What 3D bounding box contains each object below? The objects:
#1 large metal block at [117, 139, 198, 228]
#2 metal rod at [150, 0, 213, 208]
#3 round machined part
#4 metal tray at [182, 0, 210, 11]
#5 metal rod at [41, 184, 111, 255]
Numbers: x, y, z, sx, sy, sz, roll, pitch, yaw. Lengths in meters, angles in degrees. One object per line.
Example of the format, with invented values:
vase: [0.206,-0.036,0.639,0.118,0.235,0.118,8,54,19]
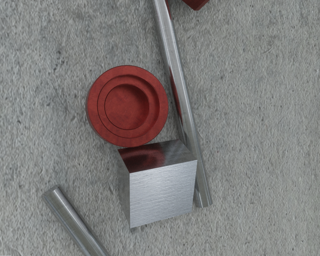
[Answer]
large metal block: [-0.005,0.066,0.379,0.081,0.050,0.079,-9,120,-20]
metal rod: [0.029,-0.038,0.420,0.025,0.025,0.298,-15,95,-20]
round machined part: [-0.043,-0.025,0.385,0.099,0.042,0.097,0,89,-21]
metal tray: [0.022,-0.228,0.403,0.130,0.030,0.090,33,64,-17]
metal rod: [-0.052,0.199,0.391,0.025,0.025,0.299,-35,102,-17]
